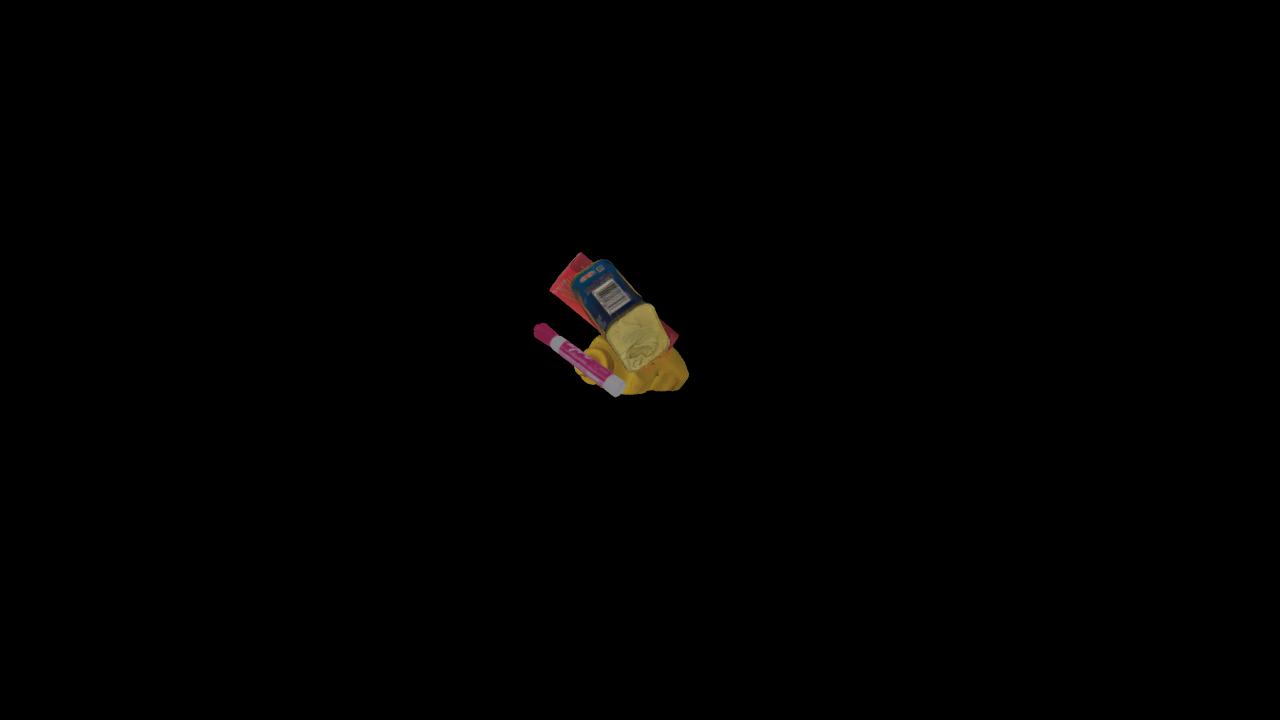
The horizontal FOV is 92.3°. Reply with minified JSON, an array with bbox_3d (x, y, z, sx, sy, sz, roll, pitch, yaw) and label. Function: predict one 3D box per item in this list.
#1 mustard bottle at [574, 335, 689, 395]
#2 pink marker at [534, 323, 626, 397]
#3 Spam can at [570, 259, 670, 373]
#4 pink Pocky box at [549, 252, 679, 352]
[{"bbox_3d":[-0.017,0.006,0.751,0.054,0.092,0.184,-49,-23,24],"label":"mustard bottle"},{"bbox_3d":[-0.065,-0.003,0.632,0.121,0.020,0.020,35,15,23],"label":"pink marker"},{"bbox_3d":[-0.022,-0.048,0.657,0.058,0.085,0.101,-36,-32,-4],"label":"Spam can"},{"bbox_3d":[-0.033,-0.058,0.749,0.155,0.029,0.084,39,-25,-11],"label":"pink Pocky box"}]
